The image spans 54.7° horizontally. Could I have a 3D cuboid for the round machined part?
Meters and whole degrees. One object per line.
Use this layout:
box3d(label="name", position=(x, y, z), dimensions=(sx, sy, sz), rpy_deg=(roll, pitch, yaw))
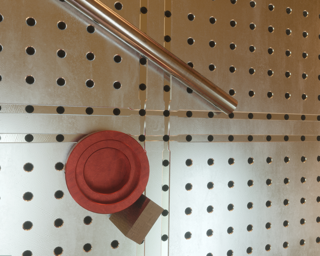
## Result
box3d(label="round machined part", position=(-0.066, 0.051, 0.380), dimensions=(0.099, 0.042, 0.097), rpy_deg=(0, 90, -20))

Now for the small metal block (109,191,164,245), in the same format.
box3d(label="small metal block", position=(-0.030, 0.108, 0.387), dimensions=(0.025, 0.050, 0.050), rpy_deg=(43, 76, -30))

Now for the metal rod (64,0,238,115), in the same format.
box3d(label="metal rod", position=(-0.017, -0.107, 0.407), dimensions=(0.301, 0.025, 0.025), rpy_deg=(32, 80, -18))
